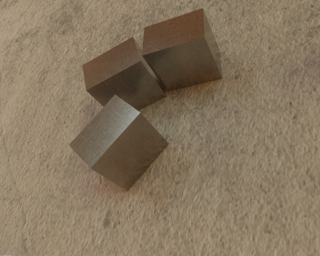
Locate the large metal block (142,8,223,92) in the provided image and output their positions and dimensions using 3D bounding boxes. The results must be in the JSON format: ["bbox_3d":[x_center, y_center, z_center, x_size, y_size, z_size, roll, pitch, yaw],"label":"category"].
[{"bbox_3d":[0.032,-0.099,0.412,0.080,0.080,0.050,-11,57,22],"label":"large metal block"}]

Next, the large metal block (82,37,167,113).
[{"bbox_3d":[-0.048,-0.066,0.433,0.080,0.080,0.050,-26,53,11],"label":"large metal block"}]

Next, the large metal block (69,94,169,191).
[{"bbox_3d":[-0.047,0.020,0.379,0.080,0.080,0.050,-49,52,-6],"label":"large metal block"}]
